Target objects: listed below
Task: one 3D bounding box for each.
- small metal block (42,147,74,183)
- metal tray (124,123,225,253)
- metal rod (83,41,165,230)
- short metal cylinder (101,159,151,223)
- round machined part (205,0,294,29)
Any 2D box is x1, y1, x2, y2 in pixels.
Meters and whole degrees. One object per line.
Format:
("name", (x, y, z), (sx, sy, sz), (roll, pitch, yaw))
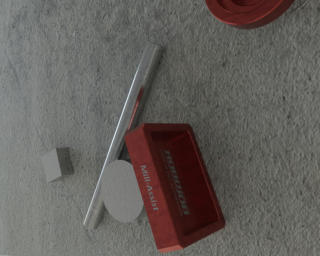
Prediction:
("small metal block", (-0.184, 0.067, 0.557), (0.050, 0.025, 0.050), (-27, 73, 36))
("metal tray", (0.018, 0.059, 0.347), (0.030, 0.091, 0.129), (-29, 72, 36))
("metal rod", (-0.058, 0.021, 0.452), (0.025, 0.025, 0.298), (34, 111, 35))
("short metal cylinder", (-0.033, 0.081, 0.416), (0.080, 0.050, 0.080), (0, 90, 40))
("round machined part", (0.097, -0.149, 0.314), (0.098, 0.042, 0.097), (0, 90, 40))
